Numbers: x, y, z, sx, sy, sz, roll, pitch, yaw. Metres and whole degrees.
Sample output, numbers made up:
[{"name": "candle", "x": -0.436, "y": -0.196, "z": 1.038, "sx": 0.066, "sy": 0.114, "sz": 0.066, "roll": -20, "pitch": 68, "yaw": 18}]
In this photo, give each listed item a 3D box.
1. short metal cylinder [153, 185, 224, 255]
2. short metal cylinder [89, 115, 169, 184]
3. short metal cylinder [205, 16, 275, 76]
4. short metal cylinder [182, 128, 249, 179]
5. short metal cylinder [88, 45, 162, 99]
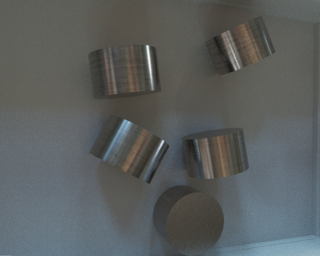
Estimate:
[{"name": "short metal cylinder", "x": 0.037, "y": 0.121, "z": 0.412, "sx": 0.081, "sy": 0.050, "sz": 0.079, "roll": 0, "pitch": 90, "yaw": -20}, {"name": "short metal cylinder", "x": -0.036, "y": 0.026, "z": 0.369, "sx": 0.080, "sy": 0.080, "sz": 0.050, "roll": 31, "pitch": 80, "yaw": -18}, {"name": "short metal cylinder", "x": 0.109, "y": -0.111, "z": 0.423, "sx": 0.081, "sy": 0.080, "sz": 0.050, "roll": -28, "pitch": 100, "yaw": -18}, {"name": "short metal cylinder", "x": 0.073, "y": 0.032, "z": 0.410, "sx": 0.081, "sy": 0.080, "sz": 0.050, "roll": -11, "pitch": 94, "yaw": -20}, {"name": "short metal cylinder", "x": -0.041, "y": -0.064, "z": 0.367, "sx": 0.081, "sy": 0.080, "sz": 0.050, "roll": -8, "pitch": 93, "yaw": -20}]
